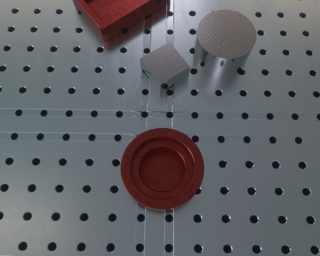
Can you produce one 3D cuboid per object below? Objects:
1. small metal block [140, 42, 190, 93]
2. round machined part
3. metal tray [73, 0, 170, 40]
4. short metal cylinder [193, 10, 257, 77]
[{"bbox_3d":[0.007,-0.087,0.444,0.050,0.025,0.050,-33,73,-11],"label":"small metal block"},{"bbox_3d":[0.003,0.052,0.384,0.099,0.042,0.098,0,70,0],"label":"round machined part"},{"bbox_3d":[-0.059,-0.206,0.483,0.131,0.030,0.090,-36,74,-12],"label":"metal tray"},{"bbox_3d":[0.090,-0.120,0.443,0.081,0.050,0.080,0,70,0],"label":"short metal cylinder"}]
